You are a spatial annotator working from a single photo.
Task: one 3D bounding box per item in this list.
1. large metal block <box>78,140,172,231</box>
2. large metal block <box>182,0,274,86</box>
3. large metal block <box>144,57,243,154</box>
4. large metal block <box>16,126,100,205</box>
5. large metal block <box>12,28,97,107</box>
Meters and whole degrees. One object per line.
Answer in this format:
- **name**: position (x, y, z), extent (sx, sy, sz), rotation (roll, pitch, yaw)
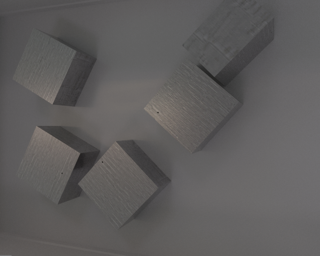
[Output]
- **large metal block**: position (-0.046, 0.073, 0.414), extent (0.080, 0.050, 0.080), rotation (46, 104, 14)
- **large metal block**: position (0.081, -0.098, 0.353), extent (0.080, 0.080, 0.050), rotation (-45, 76, 14)
- **large metal block**: position (0.042, -0.026, 0.382), extent (0.080, 0.050, 0.080), rotation (44, 104, 14)
- **large metal block**: position (-0.147, 0.050, 0.449), extent (0.080, 0.050, 0.080), rotation (28, 99, 17)
- **large metal block**: position (-0.153, -0.086, 0.451), extent (0.080, 0.050, 0.080), rotation (30, 100, 17)
